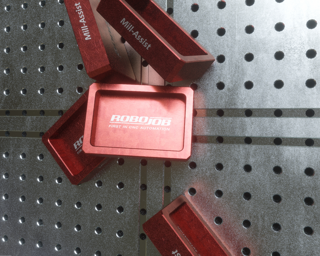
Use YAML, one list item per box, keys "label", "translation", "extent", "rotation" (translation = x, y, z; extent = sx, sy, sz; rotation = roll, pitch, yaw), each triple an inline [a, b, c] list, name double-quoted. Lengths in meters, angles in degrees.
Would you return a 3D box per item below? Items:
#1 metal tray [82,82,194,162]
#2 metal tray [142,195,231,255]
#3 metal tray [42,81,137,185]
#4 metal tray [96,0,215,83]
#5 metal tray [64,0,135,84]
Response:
- label: "metal tray"
  translation: [-0.025, -0.007, 0.388]
  extent: [0.131, 0.030, 0.090]
  rotation: [3, 78, 4]
- label: "metal tray"
  translation: [0.044, 0.147, 0.361]
  extent: [0.030, 0.090, 0.130]
  rotation: [-42, 77, 15]
- label: "metal tray"
  translation: [-0.097, 0.007, 0.442]
  extent: [0.130, 0.030, 0.090]
  rotation: [-42, 77, 14]
- label: "metal tray"
  translation: [-0.003, -0.113, 0.375]
  extent: [0.130, 0.091, 0.030]
  rotation: [47, 122, 13]
- label: "metal tray"
  translation: [-0.078, -0.123, 0.403]
  extent: [0.030, 0.090, 0.129]
  rotation: [-20, 83, 13]
